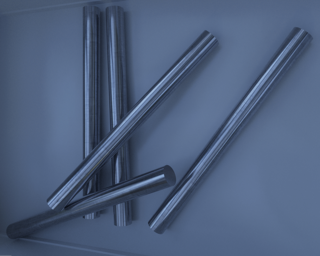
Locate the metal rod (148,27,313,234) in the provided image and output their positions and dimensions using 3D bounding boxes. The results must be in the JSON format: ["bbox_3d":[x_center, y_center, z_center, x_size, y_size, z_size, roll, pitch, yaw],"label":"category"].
[{"bbox_3d":[0.079,0.012,0.382,0.025,0.025,0.299,38,102,16],"label":"metal rod"}]

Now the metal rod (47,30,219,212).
[{"bbox_3d":[-0.038,-0.006,0.401,0.025,0.025,0.300,45,95,14],"label":"metal rod"}]

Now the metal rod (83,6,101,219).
[{"bbox_3d":[-0.098,-0.022,0.445,0.025,0.025,0.298,0,90,20],"label":"metal rod"}]

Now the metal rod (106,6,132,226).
[{"bbox_3d":[-0.057,-0.017,0.430,0.025,0.025,0.298,-3,89,20],"label":"metal rod"}]

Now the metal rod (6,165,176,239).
[{"bbox_3d":[-0.110,0.109,0.421,0.300,0.025,0.025,-24,82,27],"label":"metal rod"}]
